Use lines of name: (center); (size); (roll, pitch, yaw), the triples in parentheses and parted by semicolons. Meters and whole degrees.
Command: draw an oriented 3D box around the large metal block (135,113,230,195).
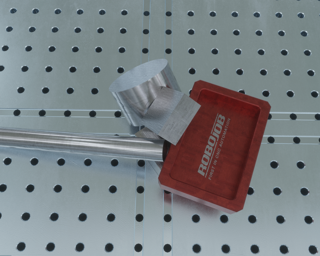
large metal block: (0.026, 0.024, 0.388); (0.080, 0.050, 0.080); (-34, 74, -12)

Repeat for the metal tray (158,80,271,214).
metal tray: (0.062, 0.019, 0.347); (0.090, 0.030, 0.130); (19, 71, 7)

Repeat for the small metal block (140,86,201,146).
small metal block: (0.010, -0.015, 0.340); (0.025, 0.050, 0.050); (33, 90, -30)

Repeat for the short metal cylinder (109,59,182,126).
short metal cylinder: (-0.017, -0.046, 0.393); (0.080, 0.080, 0.050); (-33, 116, -12)

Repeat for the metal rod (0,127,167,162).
metal rod: (-0.141, 0.015, 0.373); (0.301, 0.025, 0.025); (4, 70, 13)
